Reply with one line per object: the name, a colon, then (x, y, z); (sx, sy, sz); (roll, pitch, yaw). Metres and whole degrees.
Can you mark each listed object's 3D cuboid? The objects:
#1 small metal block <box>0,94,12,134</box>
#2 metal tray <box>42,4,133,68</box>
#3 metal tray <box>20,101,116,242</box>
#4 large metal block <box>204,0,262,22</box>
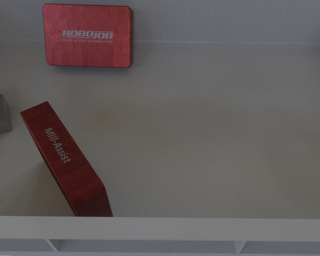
small metal block: (-0.231, -0.014, 0.414); (0.050, 0.025, 0.050); (-17, 52, -14)
metal tray: (-0.108, -0.141, 0.479); (0.131, 0.089, 0.030); (2, 16, 1)
metal tray: (-0.096, 0.044, 0.324); (0.030, 0.089, 0.130); (-29, 56, -22)
large metal block: (0.145, -0.261, 0.613); (0.081, 0.050, 0.080); (-18, 52, -15)
